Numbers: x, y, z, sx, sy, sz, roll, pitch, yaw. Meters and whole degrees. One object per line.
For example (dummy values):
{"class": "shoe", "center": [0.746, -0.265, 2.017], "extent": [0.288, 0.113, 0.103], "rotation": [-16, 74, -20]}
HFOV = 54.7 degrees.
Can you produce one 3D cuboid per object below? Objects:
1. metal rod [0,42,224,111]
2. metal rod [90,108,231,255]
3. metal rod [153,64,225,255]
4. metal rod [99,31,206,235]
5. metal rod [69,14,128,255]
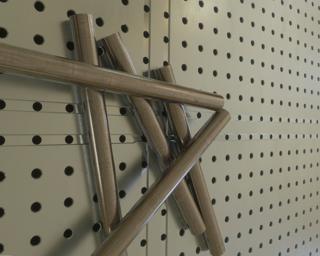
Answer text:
{"class": "metal rod", "center": [-0.032, -0.049, 0.352], "extent": [0.302, 0.025, 0.025], "rotation": [6, 86, -40]}
{"class": "metal rod", "center": [0.003, 0.074, 0.381], "extent": [0.301, 0.025, 0.025], "rotation": [-46, 118, -30]}
{"class": "metal rod", "center": [0.047, 0.056, 0.450], "extent": [0.025, 0.025, 0.298], "rotation": [-29, 108, -37]}
{"class": "metal rod", "center": [-0.001, 0.021, 0.409], "extent": [0.025, 0.025, 0.299], "rotation": [-38, 113, -34]}
{"class": "metal rod", "center": [-0.067, 0.026, 0.354], "extent": [0.025, 0.025, 0.298], "rotation": [-13, 98, -40]}
